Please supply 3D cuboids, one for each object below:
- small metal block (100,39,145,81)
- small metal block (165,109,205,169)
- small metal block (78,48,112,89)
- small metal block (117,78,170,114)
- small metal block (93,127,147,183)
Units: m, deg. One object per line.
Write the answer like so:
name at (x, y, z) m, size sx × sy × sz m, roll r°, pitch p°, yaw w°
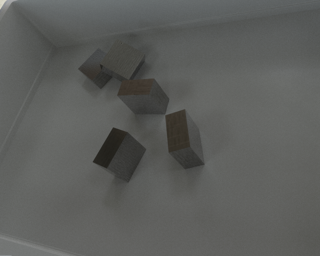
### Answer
small metal block at (-0.058, -0.102, 0.484) m, size 0.050 × 0.025 × 0.050 m, roll 29°, pitch 75°, yaw 3°
small metal block at (0.030, 0.014, 0.365) m, size 0.025 × 0.050 × 0.050 m, roll -17°, pitch 55°, yaw 19°
small metal block at (-0.102, -0.100, 0.521) m, size 0.050 × 0.025 × 0.050 m, roll -47°, pitch 51°, yaw -5°
small metal block at (-0.022, -0.042, 0.427) m, size 0.050 × 0.050 × 0.025 m, roll 1°, pitch 63°, yaw 29°
small metal block at (-0.050, 0.035, 0.395) m, size 0.025 × 0.050 × 0.050 m, roll 17°, pitch 71°, yaw 35°
